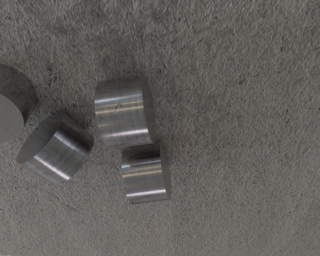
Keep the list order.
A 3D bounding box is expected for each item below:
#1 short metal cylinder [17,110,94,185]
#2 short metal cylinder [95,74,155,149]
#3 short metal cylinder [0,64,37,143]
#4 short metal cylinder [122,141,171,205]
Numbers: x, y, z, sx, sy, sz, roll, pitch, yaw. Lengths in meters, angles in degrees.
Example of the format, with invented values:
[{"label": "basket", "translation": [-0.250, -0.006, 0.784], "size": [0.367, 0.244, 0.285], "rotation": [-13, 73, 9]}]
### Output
[{"label": "short metal cylinder", "translation": [-0.131, 0.024, 0.391], "size": [0.080, 0.080, 0.050], "rotation": [-30, 124, 23]}, {"label": "short metal cylinder", "translation": [-0.037, -0.018, 0.355], "size": [0.050, 0.080, 0.080], "rotation": [-8, 130, 6]}, {"label": "short metal cylinder", "translation": [-0.194, -0.029, 0.364], "size": [0.081, 0.050, 0.079], "rotation": [0, 130, 0]}, {"label": "short metal cylinder", "translation": [-0.016, 0.061, 0.423], "size": [0.050, 0.080, 0.080], "rotation": [-9, 130, 7]}]
